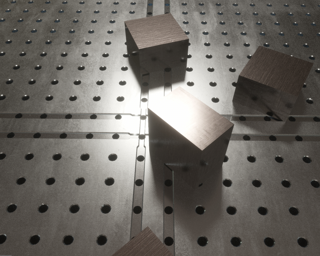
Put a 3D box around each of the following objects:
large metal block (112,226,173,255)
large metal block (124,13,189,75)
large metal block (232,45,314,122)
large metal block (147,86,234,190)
[{"bbox_3d":[-0.015,0.149,0.266,0.080,0.050,0.080,-33,58,-25],"label":"large metal block"},{"bbox_3d":[-0.007,-0.140,0.509,0.081,0.050,0.080,-15,52,-13],"label":"large metal block"},{"bbox_3d":[0.163,-0.066,0.449,0.080,0.050,0.080,25,54,19],"label":"large metal block"},{"bbox_3d":[0.032,0.012,0.362,0.050,0.080,0.080,-36,59,-26],"label":"large metal block"}]
